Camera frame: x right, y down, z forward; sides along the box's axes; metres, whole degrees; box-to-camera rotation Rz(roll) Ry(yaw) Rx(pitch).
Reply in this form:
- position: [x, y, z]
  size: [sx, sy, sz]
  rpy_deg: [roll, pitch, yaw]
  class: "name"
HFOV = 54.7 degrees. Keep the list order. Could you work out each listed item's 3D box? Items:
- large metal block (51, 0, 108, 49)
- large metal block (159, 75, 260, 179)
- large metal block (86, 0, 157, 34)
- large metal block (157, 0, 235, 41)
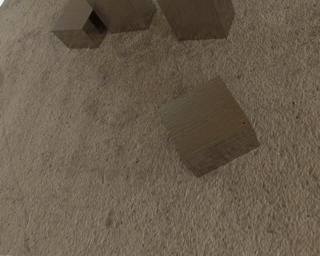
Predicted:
- position: [-0.143, -0.198, 0.585]
  size: [0.080, 0.050, 0.080]
  rpy_deg: [8, 66, 32]
  class: "large metal block"
- position: [0.056, -0.001, 0.359]
  size: [0.080, 0.050, 0.080]
  rpy_deg: [-29, 52, 9]
  class: "large metal block"
- position: [-0.065, -0.213, 0.534]
  size: [0.080, 0.080, 0.050]
  rpy_deg: [3, 64, 30]
  class: "large metal block"
- position: [0.054, -0.174, 0.447]
  size: [0.080, 0.080, 0.050]
  rpy_deg: [7, 66, 31]
  class: "large metal block"
